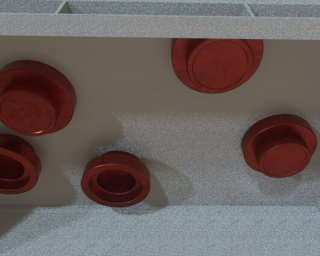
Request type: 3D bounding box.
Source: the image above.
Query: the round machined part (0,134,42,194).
[{"bbox_3d":[-0.217,0.047,0.436,0.099,0.042,0.097,0,130,0],"label":"round machined part"}]

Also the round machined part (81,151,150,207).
[{"bbox_3d":[-0.063,0.071,0.458,0.099,0.042,0.097,0,130,0],"label":"round machined part"}]

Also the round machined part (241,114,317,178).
[{"bbox_3d":[0.166,0.032,0.426,0.099,0.042,0.097,0,130,0],"label":"round machined part"}]

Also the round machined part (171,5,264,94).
[{"bbox_3d":[0.062,-0.076,0.333,0.099,0.042,0.097,0,130,0],"label":"round machined part"}]

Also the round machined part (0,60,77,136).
[{"bbox_3d":[-0.154,-0.028,0.372,0.099,0.042,0.097,0,130,0],"label":"round machined part"}]
